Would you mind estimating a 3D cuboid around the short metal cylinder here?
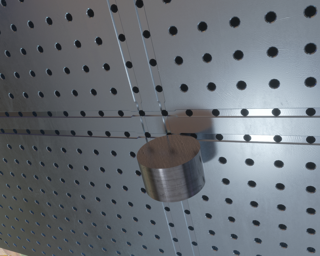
[{"bbox_3d":[0.015,0.049,0.397,0.080,0.080,0.050,2,119,27],"label":"short metal cylinder"}]
